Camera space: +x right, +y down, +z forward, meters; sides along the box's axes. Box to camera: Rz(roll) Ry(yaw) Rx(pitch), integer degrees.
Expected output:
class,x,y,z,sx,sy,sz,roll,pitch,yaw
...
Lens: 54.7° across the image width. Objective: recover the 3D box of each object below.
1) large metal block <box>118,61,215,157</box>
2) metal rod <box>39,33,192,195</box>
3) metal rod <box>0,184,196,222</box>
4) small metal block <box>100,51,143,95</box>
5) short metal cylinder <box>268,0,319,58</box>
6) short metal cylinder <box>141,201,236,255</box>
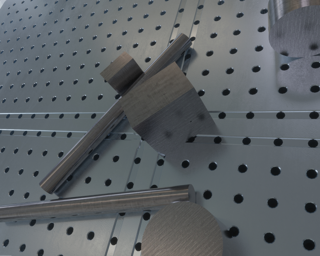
class,x,y,z,sx,sy,sz,roll,pitch,yaw
large metal block,0.010,-0.020,0.380,0.080,0.080,0.050,-34,52,6
metal rod,-0.061,-0.024,0.455,0.300,0.025,0.025,-48,51,-6
metal rod,-0.101,0.101,0.399,0.301,0.025,0.025,-11,57,22
small metal block,-0.053,-0.078,0.468,0.050,0.050,0.025,-43,51,-1
short metal cylinder,0.169,-0.129,0.363,0.080,0.080,0.050,-6,59,25
short metal cylinder,0.029,0.119,0.304,0.080,0.050,0.080,-13,56,21
